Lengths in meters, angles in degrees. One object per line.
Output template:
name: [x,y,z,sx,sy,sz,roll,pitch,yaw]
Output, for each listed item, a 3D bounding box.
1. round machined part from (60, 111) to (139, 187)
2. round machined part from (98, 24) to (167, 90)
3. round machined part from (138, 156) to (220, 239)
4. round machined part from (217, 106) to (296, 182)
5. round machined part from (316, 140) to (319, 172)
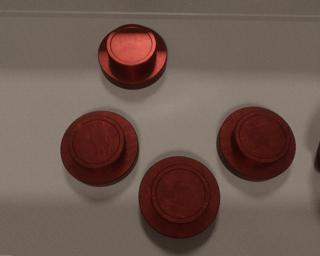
round machined part: [-0.077,0.023,0.391,0.099,0.042,0.098,0,70,-1]
round machined part: [-0.039,-0.107,0.439,0.099,0.042,0.098,0,70,-1]
round machined part: [0.023,0.081,0.371,0.099,0.042,0.098,0,70,-1]
round machined part: [0.125,0.017,0.396,0.099,0.042,0.098,0,70,-1]
round machined part: [0.229,0.026,0.362,0.042,0.098,0.098,29,68,-27]
